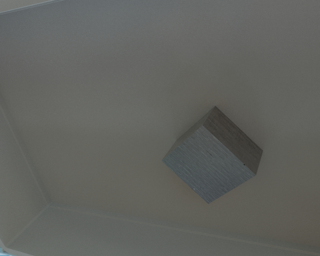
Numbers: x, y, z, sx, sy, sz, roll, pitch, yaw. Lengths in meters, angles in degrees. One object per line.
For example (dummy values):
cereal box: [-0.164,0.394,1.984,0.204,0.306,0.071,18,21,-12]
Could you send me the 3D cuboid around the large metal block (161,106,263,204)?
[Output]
large metal block: [0.063,0.034,0.379,0.080,0.050,0.080,43,129,-2]
